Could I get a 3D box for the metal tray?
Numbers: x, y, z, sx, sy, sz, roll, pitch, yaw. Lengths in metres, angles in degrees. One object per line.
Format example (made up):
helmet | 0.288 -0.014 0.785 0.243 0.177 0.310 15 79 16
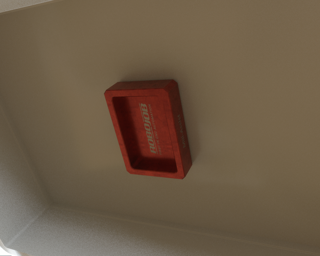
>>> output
metal tray | -0.013 0.003 0.409 0.090 0.030 0.129 1 119 26
